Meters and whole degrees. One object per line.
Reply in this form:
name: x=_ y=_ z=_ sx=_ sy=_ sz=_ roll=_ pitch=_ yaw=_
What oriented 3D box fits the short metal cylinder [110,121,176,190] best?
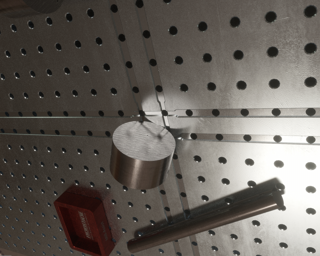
short metal cylinder: x=-0.024 y=0.034 z=0.408 sx=0.080 sy=0.080 sz=0.050 roll=22 pitch=127 yaw=14

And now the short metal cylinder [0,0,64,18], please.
short metal cylinder: x=-0.156 y=-0.169 z=0.351 sx=0.050 sy=0.080 sz=0.079 roll=3 pitch=120 yaw=27

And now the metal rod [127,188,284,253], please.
metal rod: x=0.049 y=0.152 z=0.478 sx=0.299 sy=0.025 sz=0.025 roll=-33 pitch=100 yaw=38

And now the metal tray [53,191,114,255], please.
metal tray: x=-0.145 y=0.189 z=0.598 sx=0.090 sy=0.030 sz=0.129 roll=6 pitch=121 yaw=24
